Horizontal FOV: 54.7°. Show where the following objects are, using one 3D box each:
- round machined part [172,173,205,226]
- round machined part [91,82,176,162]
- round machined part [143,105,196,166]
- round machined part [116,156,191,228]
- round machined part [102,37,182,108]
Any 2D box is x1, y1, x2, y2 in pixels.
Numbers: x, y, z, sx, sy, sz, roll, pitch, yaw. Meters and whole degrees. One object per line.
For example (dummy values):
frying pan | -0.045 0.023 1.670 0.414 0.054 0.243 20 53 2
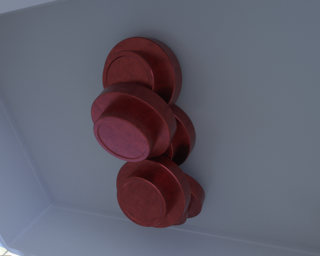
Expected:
round machined part | 0.010 0.101 0.435 0.098 0.042 0.097 15 139 14
round machined part | -0.035 0.001 0.348 0.098 0.042 0.097 15 137 15
round machined part | -0.006 0.014 0.408 0.098 0.042 0.097 13 123 21
round machined part | -0.015 0.084 0.389 0.098 0.042 0.097 9 111 25
round machined part | -0.027 -0.056 0.362 0.098 0.042 0.097 7 106 26
